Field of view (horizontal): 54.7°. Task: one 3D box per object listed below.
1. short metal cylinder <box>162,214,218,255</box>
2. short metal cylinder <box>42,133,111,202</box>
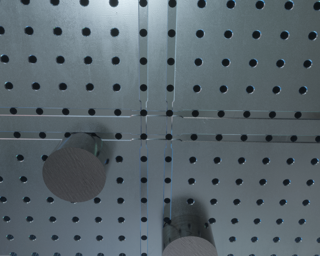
[{"bbox_3d":[0.043,0.179,0.466,0.081,0.050,0.079,0,110,0],"label":"short metal cylinder"},{"bbox_3d":[-0.109,0.052,0.418,0.081,0.050,0.079,0,110,0],"label":"short metal cylinder"}]
